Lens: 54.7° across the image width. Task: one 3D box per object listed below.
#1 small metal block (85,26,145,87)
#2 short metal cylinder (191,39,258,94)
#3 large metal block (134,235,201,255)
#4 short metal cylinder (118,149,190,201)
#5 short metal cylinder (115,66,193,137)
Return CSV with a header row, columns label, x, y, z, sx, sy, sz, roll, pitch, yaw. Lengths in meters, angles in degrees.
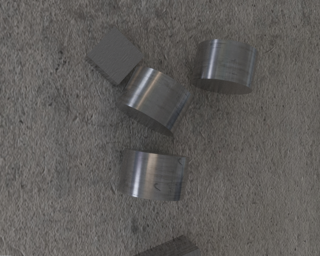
label,x,y,z,sx,sy,sz,roll,pitch,yaw
small metal block,-0.057,-0.088,0.388,0.050,0.025,0.050,43,77,-15
short metal cylinder,0.085,-0.078,0.411,0.081,0.080,0.050,12,86,-20
large metal block,0.014,0.199,0.401,0.081,0.050,0.080,-16,96,-19
short metal cylinder,-0.007,0.055,0.377,0.081,0.080,0.050,9,87,-20
short metal cylinder,-0.007,-0.031,0.377,0.080,0.080,0.050,32,80,-17
